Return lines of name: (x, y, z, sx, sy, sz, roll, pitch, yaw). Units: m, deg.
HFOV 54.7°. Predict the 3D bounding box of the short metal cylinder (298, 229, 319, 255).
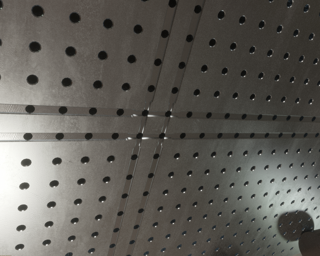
short metal cylinder: (0.405, 0.302, 0.789, 0.050, 0.080, 0.079, 1, 118, -29)
